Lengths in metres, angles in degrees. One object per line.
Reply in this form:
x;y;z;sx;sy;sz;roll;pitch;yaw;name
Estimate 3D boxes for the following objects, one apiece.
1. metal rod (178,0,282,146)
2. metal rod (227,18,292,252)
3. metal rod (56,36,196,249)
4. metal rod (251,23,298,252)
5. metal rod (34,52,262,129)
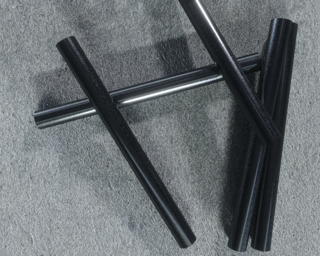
0.065;-0.115;0.390;0.025;0.025;0.299;-28;82;0;metal rod
0.127;0.012;0.400;0.025;0.025;0.298;10;94;-1;metal rod
-0.038;0.024;0.391;0.025;0.025;0.299;-31;98;0;metal rod
0.152;0.011;0.412;0.025;0.025;0.298;7;90;-1;metal rod
-0.014;-0.049;0.409;0.302;0.025;0.025;-15;90;-1;metal rod
